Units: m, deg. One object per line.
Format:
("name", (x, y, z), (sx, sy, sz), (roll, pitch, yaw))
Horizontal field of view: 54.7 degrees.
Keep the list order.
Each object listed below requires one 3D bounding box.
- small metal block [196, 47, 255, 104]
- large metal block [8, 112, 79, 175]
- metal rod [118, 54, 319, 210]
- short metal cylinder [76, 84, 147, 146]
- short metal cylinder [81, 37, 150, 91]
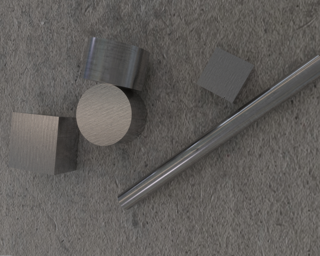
("small metal block", (0.081, -0.063, 0.380), (0.050, 0.025, 0.050), (31, 100, 17))
("large metal block", (-0.169, 0.020, 0.455), (0.080, 0.050, 0.079), (6, 92, 20))
("metal rod", (0.066, 0.014, 0.385), (0.300, 0.025, 0.025), (-37, 78, 16))
("short metal cylinder", (-0.064, -0.017, 0.418), (0.080, 0.050, 0.079), (0, 90, 20))
("short metal cylinder", (-0.057, -0.080, 0.400), (0.080, 0.080, 0.050), (14, 95, 19))
